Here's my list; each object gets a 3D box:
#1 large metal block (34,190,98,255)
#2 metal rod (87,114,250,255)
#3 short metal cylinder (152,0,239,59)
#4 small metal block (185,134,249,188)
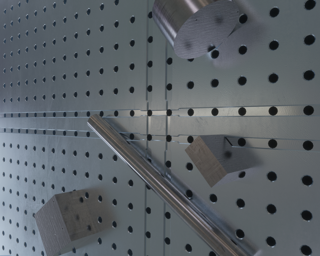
[{"bbox_3d":[-0.162,0.163,0.527,0.080,0.050,0.080,-42,65,32],"label":"large metal block"},{"bbox_3d":[-0.007,0.068,0.415,0.300,0.025,0.025,39,114,33],"label":"metal rod"},{"bbox_3d":[0.039,-0.123,0.342,0.080,0.081,0.050,-44,64,31],"label":"short metal cylinder"},{"bbox_3d":[0.063,0.034,0.341,0.025,0.050,0.050,-49,61,29],"label":"small metal block"}]
